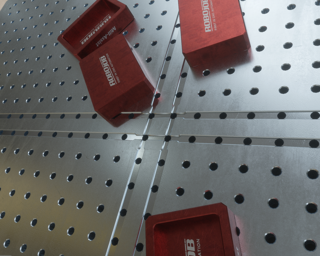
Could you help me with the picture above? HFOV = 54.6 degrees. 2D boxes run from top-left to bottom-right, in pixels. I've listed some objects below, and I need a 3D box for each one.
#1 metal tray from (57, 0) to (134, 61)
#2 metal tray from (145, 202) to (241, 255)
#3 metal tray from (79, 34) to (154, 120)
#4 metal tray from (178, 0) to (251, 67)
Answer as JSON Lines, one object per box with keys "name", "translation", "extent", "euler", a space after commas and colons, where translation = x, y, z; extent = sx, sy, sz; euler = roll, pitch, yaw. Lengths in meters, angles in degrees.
{"name": "metal tray", "translation": [-0.123, -0.188, 0.586], "extent": [0.130, 0.030, 0.090], "euler": [-45, 51, -3]}
{"name": "metal tray", "translation": [0.034, 0.146, 0.298], "extent": [0.090, 0.030, 0.130], "euler": [-16, 55, 19]}
{"name": "metal tray", "translation": [-0.073, -0.085, 0.497], "extent": [0.090, 0.030, 0.130], "euler": [-32, 51, 7]}
{"name": "metal tray", "translation": [0.077, -0.160, 0.464], "extent": [0.090, 0.030, 0.130], "euler": [-14, 56, 20]}
